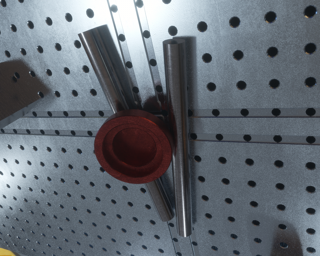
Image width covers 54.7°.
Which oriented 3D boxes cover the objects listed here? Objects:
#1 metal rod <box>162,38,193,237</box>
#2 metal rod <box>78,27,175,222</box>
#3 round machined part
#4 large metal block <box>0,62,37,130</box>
[{"bbox_3d":[0.027,0.033,0.416,0.025,0.025,0.298,9,122,23],"label":"metal rod"},{"bbox_3d":[-0.039,0.009,0.435,0.025,0.025,0.298,-8,115,31],"label":"metal rod"},{"bbox_3d":[-0.031,0.020,0.401,0.099,0.042,0.097,3,115,7],"label":"round machined part"},{"bbox_3d":[-0.259,-0.044,0.482,0.080,0.080,0.050,49,128,-7],"label":"large metal block"}]
